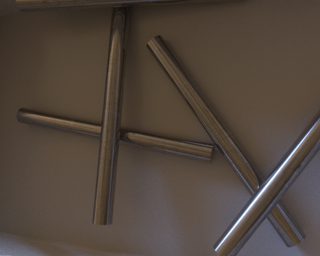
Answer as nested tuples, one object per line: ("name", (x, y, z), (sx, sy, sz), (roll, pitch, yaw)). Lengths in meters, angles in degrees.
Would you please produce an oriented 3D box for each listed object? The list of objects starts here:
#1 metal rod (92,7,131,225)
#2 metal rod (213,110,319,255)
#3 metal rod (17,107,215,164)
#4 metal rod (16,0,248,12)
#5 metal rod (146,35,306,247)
("metal rod", (-0.062, -0.028, 0.409), (0.025, 0.025, 0.298), (1, 82, 19))
("metal rod", (0.159, 0.021, 0.336), (0.025, 0.025, 0.299), (38, 95, 16))
("metal rod", (-0.074, 0.006, 0.435), (0.301, 0.025, 0.025), (11, 94, 19))
("metal rod", (-0.042, -0.170, 0.399), (0.301, 0.025, 0.025), (1, 90, 10))
("metal rod", (0.074, 0.007, 0.383), (0.025, 0.025, 0.299), (-37, 79, 16))
